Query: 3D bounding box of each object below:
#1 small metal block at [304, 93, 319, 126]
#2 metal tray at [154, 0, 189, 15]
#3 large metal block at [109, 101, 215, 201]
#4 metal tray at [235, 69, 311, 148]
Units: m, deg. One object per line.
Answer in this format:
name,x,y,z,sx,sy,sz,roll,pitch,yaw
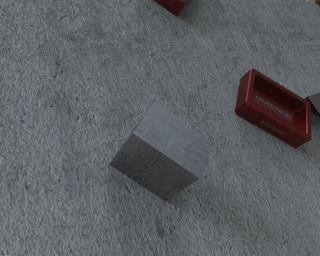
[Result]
small metal block,0.297,-0.037,0.586,0.050,0.025,0.050,-15,70,-34
metal tray,0.024,-0.276,0.581,0.090,0.030,0.130,34,51,-6
large metal block,0.000,0.030,0.350,0.080,0.080,0.050,35,51,-6
metal tray,0.194,-0.034,0.525,0.131,0.030,0.090,28,52,-11
